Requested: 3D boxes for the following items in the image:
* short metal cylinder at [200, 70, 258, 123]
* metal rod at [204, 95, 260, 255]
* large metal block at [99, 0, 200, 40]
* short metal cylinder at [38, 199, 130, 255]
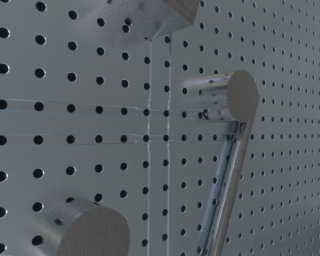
[{"bbox_3d":[0.109,-0.048,0.485,0.081,0.050,0.079,0,90,-40],"label":"short metal cylinder"},{"bbox_3d":[0.119,0.080,0.509,0.025,0.025,0.299,29,72,-36],"label":"metal rod"},{"bbox_3d":[-0.011,-0.154,0.364,0.080,0.080,0.050,25,75,-38],"label":"large metal block"},{"bbox_3d":[-0.079,0.119,0.327,0.081,0.050,0.079,0,90,-40],"label":"short metal cylinder"}]
